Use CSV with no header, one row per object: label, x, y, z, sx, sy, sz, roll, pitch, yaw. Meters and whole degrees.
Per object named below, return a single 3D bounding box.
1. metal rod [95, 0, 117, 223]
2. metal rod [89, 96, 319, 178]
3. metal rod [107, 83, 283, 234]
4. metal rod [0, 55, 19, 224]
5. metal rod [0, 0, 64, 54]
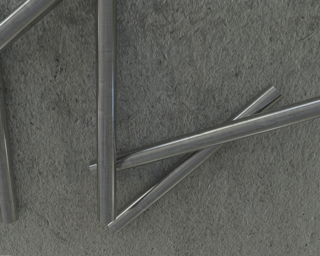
metal rod,-0.066,-0.025,0.380,0.025,0.025,0.298,2,103,-1
metal rod,0.049,0.016,0.395,0.301,0.025,0.025,-16,110,14
metal rod,0.039,0.050,0.428,0.299,0.025,0.025,-42,105,13
metal rod,-0.212,-0.006,0.405,0.025,0.025,0.298,3,110,-1
metal rod,-0.164,-0.113,0.346,0.300,0.025,0.025,-38,106,5
